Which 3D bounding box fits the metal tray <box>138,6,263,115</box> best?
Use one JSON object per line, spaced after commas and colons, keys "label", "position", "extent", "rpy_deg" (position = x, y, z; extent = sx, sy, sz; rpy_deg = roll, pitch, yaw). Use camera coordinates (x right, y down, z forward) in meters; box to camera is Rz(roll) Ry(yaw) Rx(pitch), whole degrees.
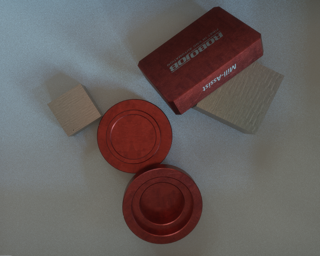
{"label": "metal tray", "position": [0.048, -0.086, 0.384], "extent": [0.130, 0.030, 0.090], "rpy_deg": [-36, 52, -1]}

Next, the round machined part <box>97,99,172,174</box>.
{"label": "round machined part", "position": [-0.033, 0.011, 0.403], "extent": [0.099, 0.042, 0.097], "rpy_deg": [0, 90, -1]}

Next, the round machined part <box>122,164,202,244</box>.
{"label": "round machined part", "position": [0.002, 0.094, 0.399], "extent": [0.099, 0.042, 0.097], "rpy_deg": [-1, 97, -4]}

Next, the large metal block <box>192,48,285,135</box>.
{"label": "large metal block", "position": [0.098, -0.045, 0.400], "extent": [0.080, 0.050, 0.080], "rpy_deg": [26, 90, -1]}

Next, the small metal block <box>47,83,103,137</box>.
{"label": "small metal block", "position": [-0.110, -0.023, 0.410], "extent": [0.050, 0.025, 0.050], "rpy_deg": [-32, 90, -1]}
